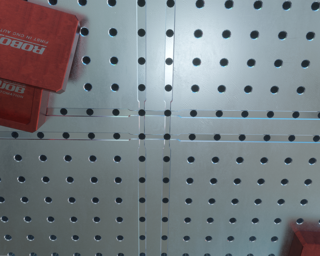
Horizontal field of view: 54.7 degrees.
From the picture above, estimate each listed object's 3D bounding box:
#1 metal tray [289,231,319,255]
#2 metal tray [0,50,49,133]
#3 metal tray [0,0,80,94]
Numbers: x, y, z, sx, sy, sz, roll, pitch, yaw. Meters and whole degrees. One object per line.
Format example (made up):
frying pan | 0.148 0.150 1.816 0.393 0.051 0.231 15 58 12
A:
metal tray | 0.276 0.213 0.494 0.131 0.030 0.089 4 110 -2
metal tray | -0.210 -0.053 0.388 0.131 0.030 0.089 14 109 -6
metal tray | -0.166 -0.098 0.351 0.131 0.030 0.090 13 88 -10
